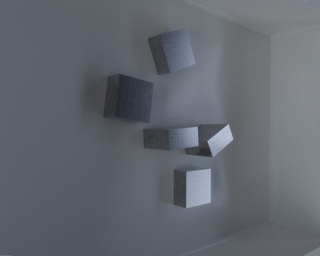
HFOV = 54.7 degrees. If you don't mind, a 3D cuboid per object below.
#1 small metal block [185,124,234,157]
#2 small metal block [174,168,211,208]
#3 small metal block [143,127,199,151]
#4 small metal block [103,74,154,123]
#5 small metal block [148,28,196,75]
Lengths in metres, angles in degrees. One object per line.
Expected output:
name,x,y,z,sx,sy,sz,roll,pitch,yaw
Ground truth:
small metal block,0.068,0.017,0.447,0.050,0.050,0.025,-34,111,-35
small metal block,0.047,0.084,0.446,0.050,0.025,0.050,0,90,-40
small metal block,0.014,0.012,0.402,0.050,0.050,0.025,-5,94,-40
small metal block,-0.037,-0.034,0.375,0.050,0.025,0.050,9,84,-40
small metal block,0.017,-0.104,0.420,0.050,0.025,0.050,-27,107,-37
